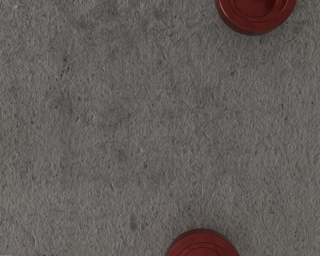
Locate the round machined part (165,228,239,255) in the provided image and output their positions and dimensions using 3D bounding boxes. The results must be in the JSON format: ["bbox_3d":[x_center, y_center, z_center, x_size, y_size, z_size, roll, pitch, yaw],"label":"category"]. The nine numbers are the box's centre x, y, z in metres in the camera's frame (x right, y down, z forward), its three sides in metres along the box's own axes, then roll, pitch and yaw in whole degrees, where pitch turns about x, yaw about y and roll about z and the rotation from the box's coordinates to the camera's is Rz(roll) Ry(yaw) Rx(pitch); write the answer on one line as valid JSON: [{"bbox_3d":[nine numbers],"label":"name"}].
[{"bbox_3d":[0.054,0.178,0.402,0.099,0.042,0.097,0,90,0],"label":"round machined part"}]

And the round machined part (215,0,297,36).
[{"bbox_3d":[0.121,-0.168,0.402,0.099,0.042,0.097,0,90,0],"label":"round machined part"}]
